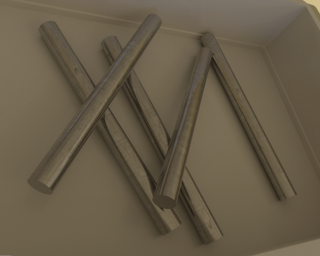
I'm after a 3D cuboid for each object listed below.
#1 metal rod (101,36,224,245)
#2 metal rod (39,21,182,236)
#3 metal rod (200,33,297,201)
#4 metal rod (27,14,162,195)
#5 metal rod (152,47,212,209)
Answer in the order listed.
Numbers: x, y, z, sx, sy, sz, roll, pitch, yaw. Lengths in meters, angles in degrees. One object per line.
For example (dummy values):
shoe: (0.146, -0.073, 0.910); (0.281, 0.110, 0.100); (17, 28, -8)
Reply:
metal rod: (-0.005, 0.004, 0.402); (0.025, 0.025, 0.299); (-17, 71, -35)
metal rod: (-0.067, -0.009, 0.376); (0.025, 0.025, 0.299); (-24, 75, -37)
metal rod: (0.135, -0.030, 0.498); (0.025, 0.025, 0.299); (-8, 66, -32)
metal rod: (-0.059, -0.054, 0.374); (0.025, 0.025, 0.301); (32, 51, -8)
metal rod: (0.041, -0.025, 0.421); (0.025, 0.025, 0.301); (30, 45, -10)
